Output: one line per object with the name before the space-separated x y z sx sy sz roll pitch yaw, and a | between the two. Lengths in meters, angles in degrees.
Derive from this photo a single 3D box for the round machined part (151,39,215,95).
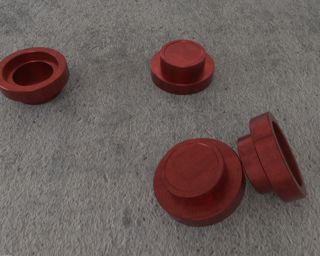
round machined part | 0.035 -0.099 0.476 0.099 0.042 0.098 0 50 0

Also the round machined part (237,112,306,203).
round machined part | 0.119 0.035 0.340 0.042 0.098 0.098 -25 45 25

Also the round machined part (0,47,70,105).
round machined part | -0.181 -0.072 0.451 0.099 0.042 0.098 0 50 0

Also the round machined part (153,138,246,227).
round machined part | 0.038 0.050 0.330 0.098 0.042 0.098 -12 50 15
